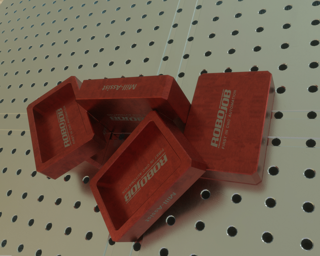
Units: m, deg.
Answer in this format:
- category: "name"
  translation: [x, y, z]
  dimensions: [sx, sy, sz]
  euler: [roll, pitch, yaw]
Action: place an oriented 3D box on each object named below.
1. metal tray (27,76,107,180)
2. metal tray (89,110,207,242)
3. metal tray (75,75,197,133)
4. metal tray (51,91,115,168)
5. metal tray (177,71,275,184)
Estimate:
- category: "metal tray"
  translation: [-0.135, -0.004, 0.436]
  dimensions: [0.090, 0.030, 0.130]
  euler: [-32, 52, 6]
- category: "metal tray"
  translation: [-0.020, 0.055, 0.356]
  dimensions: [0.130, 0.030, 0.090]
  euler: [-48, 50, 16]
- category: "metal tray"
  translation: [-0.029, -0.026, 0.395]
  dimensions: [0.130, 0.090, 0.030]
  euler: [2, 63, 28]
- category: "metal tray"
  translation: [-0.116, -0.007, 0.468]
  dimensions: [0.090, 0.030, 0.130]
  euler: [-1, 62, 27]
- category: "metal tray"
  translation: [0.079, -0.005, 0.365]
  dimensions: [0.090, 0.030, 0.130]
  euler: [3, 63, 29]
